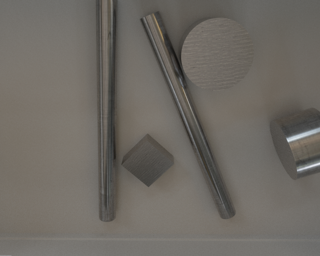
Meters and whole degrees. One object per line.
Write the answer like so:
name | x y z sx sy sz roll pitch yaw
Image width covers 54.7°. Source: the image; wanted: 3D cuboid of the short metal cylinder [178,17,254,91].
short metal cylinder | 0.064 -0.089 0.366 0.081 0.050 0.079 0 110 -1

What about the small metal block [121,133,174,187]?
small metal block | -0.016 0.045 0.428 0.050 0.025 0.050 42 104 -14

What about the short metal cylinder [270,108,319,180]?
short metal cylinder | 0.180 0.020 0.392 0.050 0.080 0.080 -19 109 6

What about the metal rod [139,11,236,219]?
metal rod | 0.044 -0.003 0.410 0.025 0.025 0.299 -21 109 7

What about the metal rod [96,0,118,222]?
metal rod | -0.069 -0.008 0.407 0.025 0.025 0.298 3 110 -2
